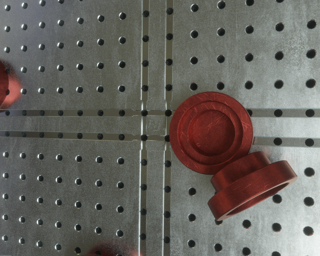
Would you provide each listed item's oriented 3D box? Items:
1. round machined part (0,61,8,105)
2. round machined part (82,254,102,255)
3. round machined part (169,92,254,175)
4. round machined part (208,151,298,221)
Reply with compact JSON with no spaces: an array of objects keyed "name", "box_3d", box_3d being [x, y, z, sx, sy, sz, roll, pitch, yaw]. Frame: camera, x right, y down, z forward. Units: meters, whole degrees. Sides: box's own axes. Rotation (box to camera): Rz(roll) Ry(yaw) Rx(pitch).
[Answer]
[{"name":"round machined part","box_3d":[-0.303,-0.075,0.508,0.098,0.042,0.097,0,90,19]},{"name":"round machined part","box_3d":[-0.090,0.225,0.434,0.098,0.042,0.097,0,90,19]},{"name":"round machined part","box_3d":[0.064,0.006,0.380,0.098,0.042,0.097,0,90,19]},{"name":"round machined part","box_3d":[0.096,0.061,0.342,0.098,0.098,0.042,-35,65,16]}]
